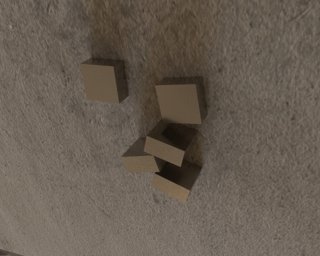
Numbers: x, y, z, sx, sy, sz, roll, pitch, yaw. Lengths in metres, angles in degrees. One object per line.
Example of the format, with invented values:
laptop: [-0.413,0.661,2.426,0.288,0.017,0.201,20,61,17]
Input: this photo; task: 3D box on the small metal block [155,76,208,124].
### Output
small metal block: [0.027,-0.033,0.371,0.050,0.025,0.050,2,120,27]

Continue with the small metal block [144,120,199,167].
small metal block: [0.015,0.016,0.392,0.050,0.050,0.025,22,126,14]

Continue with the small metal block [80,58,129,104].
small metal block: [-0.072,-0.062,0.404,0.050,0.025,0.050,9,122,23]

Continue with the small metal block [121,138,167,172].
small metal block: [-0.015,0.035,0.419,0.050,0.050,0.025,-6,116,30]

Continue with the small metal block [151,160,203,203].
small metal block: [0.023,0.066,0.418,0.050,0.050,0.025,24,127,13]
